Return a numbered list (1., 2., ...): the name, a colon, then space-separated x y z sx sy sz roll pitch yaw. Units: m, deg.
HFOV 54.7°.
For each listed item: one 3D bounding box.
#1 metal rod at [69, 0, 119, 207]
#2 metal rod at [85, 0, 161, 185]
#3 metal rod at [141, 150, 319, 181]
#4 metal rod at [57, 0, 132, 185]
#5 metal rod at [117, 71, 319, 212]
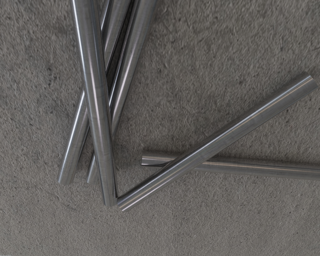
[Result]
1. metal rod: -0.070 -0.006 0.366 0.025 0.025 0.298 1 130 -1
2. metal rod: -0.053 -0.031 0.380 0.025 0.025 0.298 14 129 -12
3. metal rod: 0.124 0.057 0.456 0.302 0.025 0.025 5 130 -5
4. metal rod: -0.089 -0.029 0.380 0.025 0.025 0.298 17 128 -14
5. metal rod: 0.062 0.028 0.406 0.300 0.025 0.025 -36 122 18
